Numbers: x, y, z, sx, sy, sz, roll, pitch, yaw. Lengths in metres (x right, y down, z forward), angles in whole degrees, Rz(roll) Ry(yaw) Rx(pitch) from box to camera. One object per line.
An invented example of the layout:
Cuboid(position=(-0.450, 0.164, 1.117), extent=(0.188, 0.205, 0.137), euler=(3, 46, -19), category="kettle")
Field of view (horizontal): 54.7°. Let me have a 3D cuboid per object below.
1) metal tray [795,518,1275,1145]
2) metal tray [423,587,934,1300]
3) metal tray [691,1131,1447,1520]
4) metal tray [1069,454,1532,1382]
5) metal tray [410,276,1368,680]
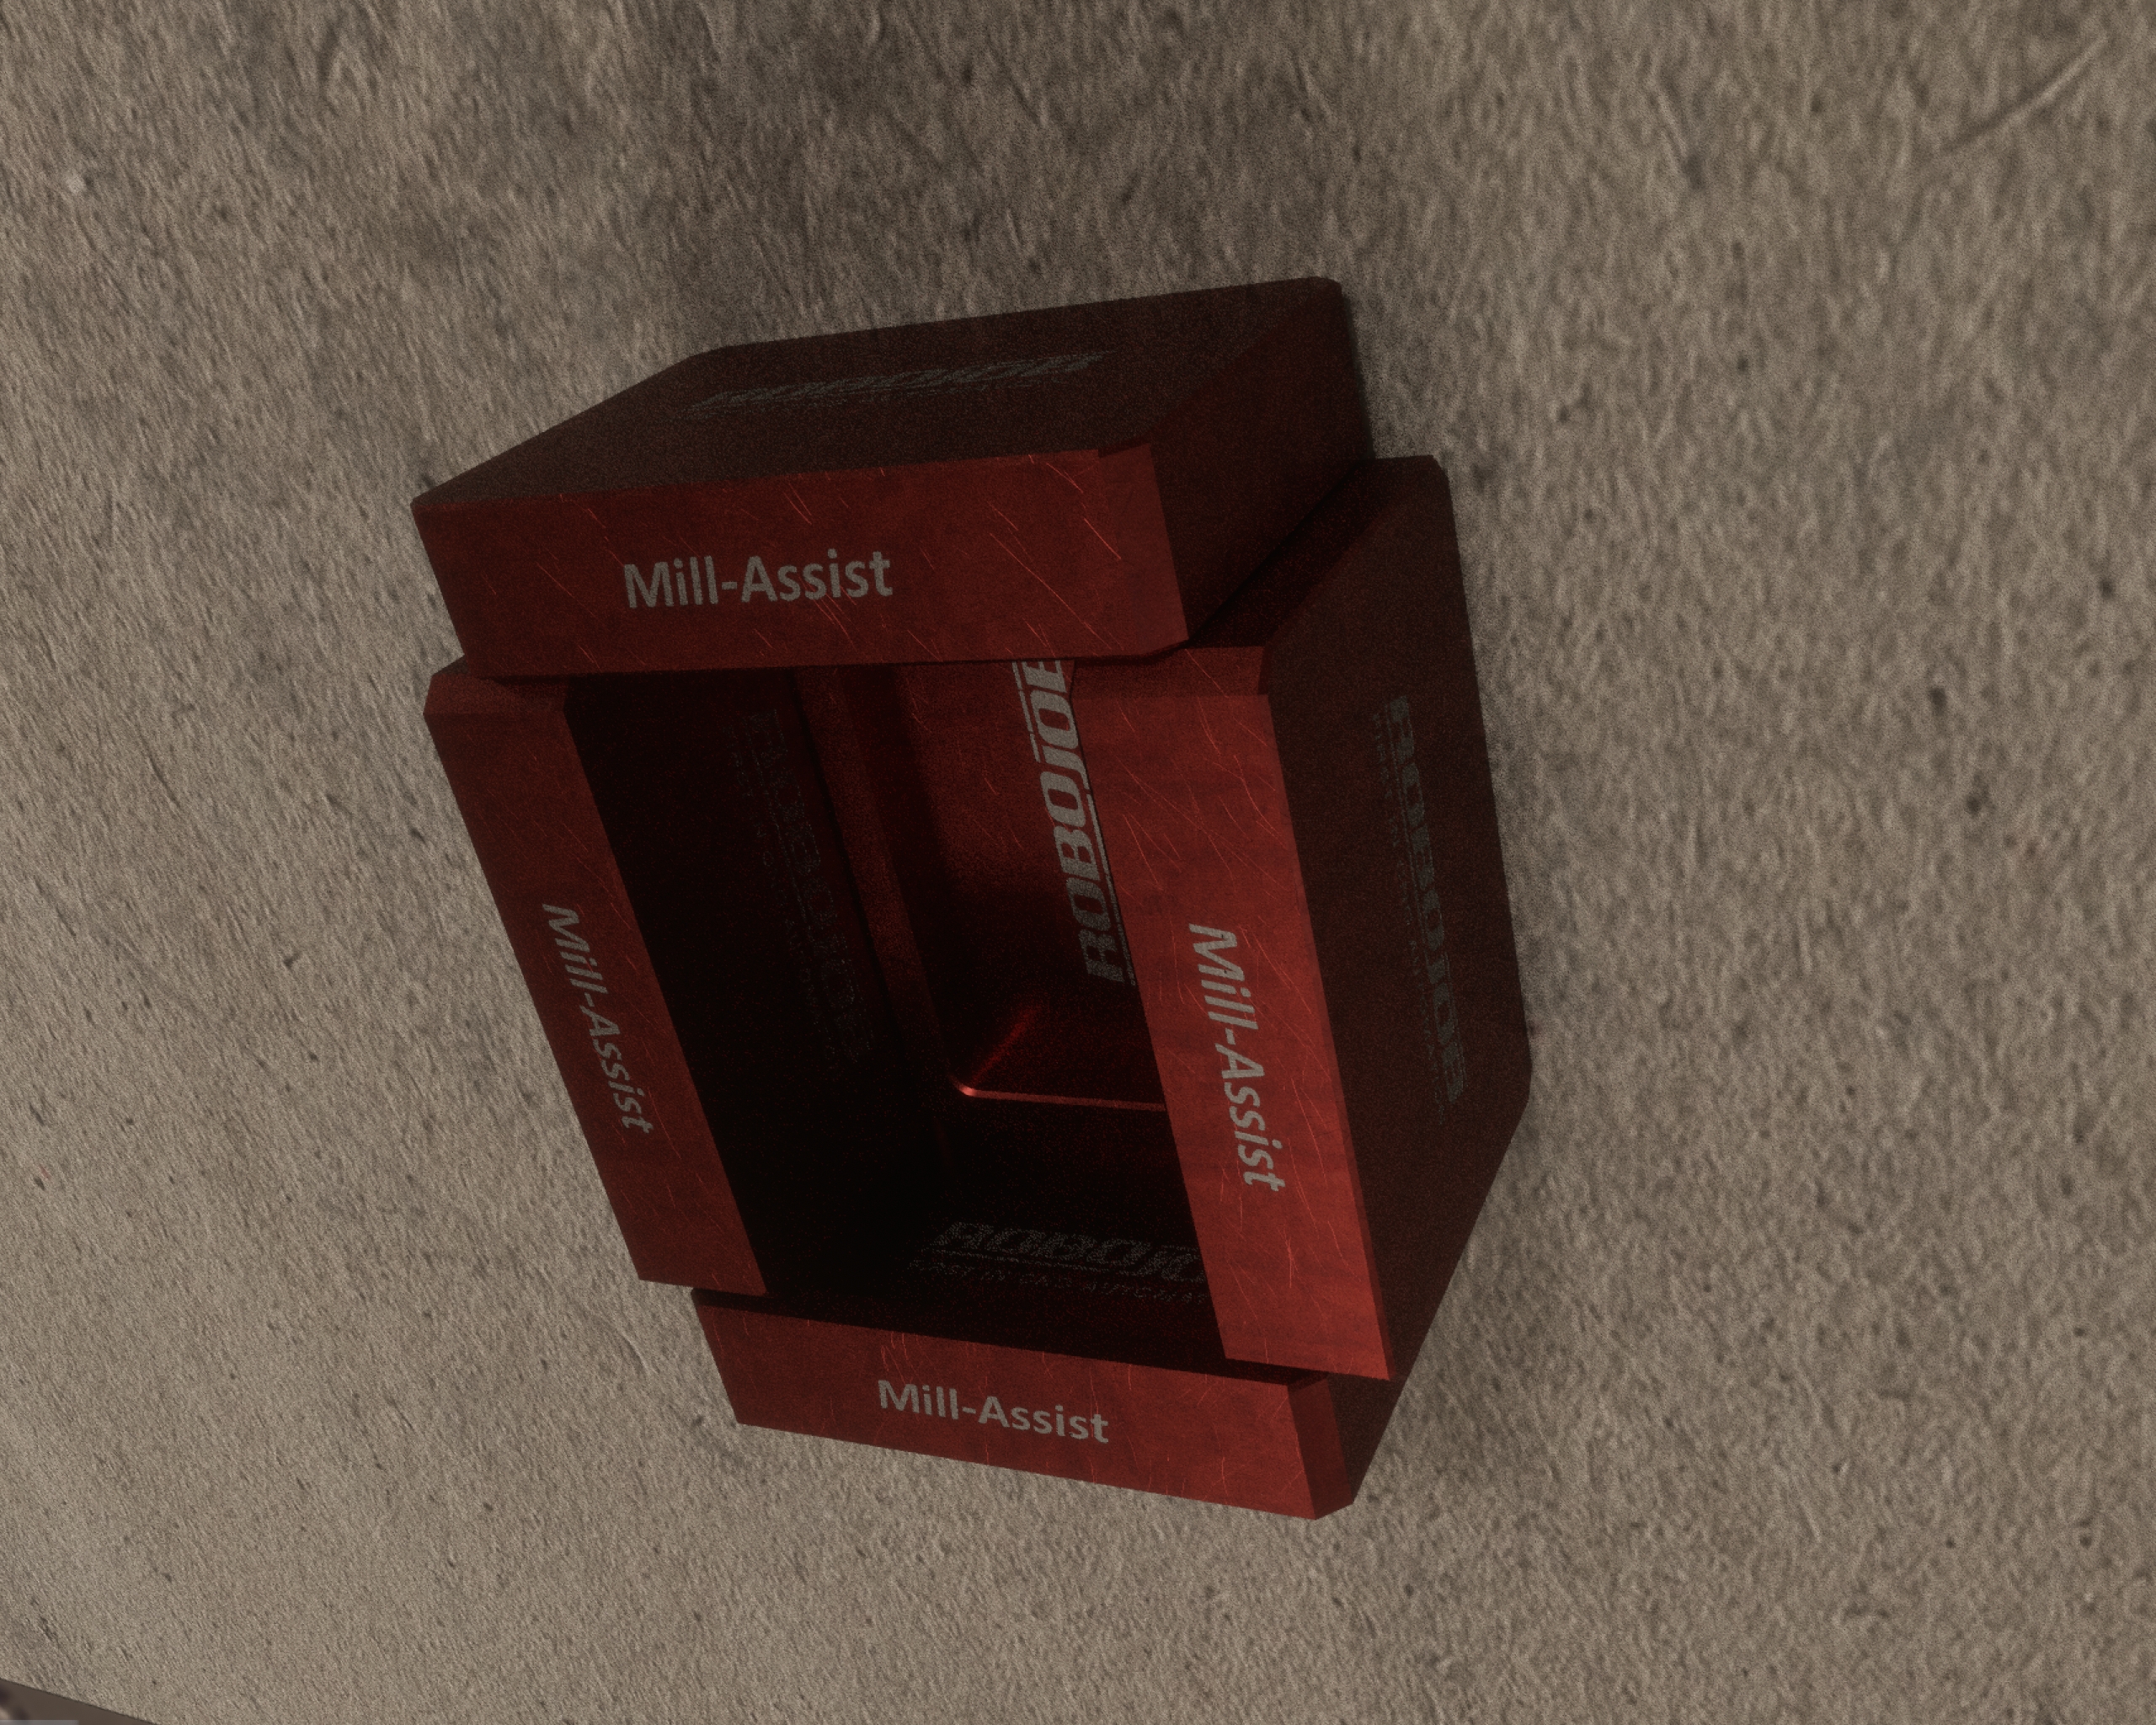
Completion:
Cuboid(position=(0.001, -0.008, 0.398), extent=(0.090, 0.030, 0.129), euler=(1, 119, 27), category="metal tray")
Cuboid(position=(-0.065, 0.006, 0.402), extent=(0.030, 0.090, 0.129), euler=(1, 119, 28), category="metal tray")
Cuboid(position=(0.003, 0.077, 0.411), extent=(0.130, 0.090, 0.030), euler=(1, 119, 27), category="metal tray")
Cuboid(position=(0.043, 0.008, 0.347), extent=(0.030, 0.090, 0.129), euler=(1, 119, 28), category="metal tray")
Cuboid(position=(-0.029, -0.063, 0.341), extent=(0.130, 0.090, 0.030), euler=(1, 119, 27), category="metal tray")
